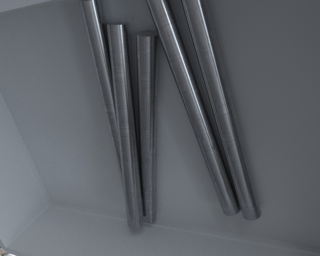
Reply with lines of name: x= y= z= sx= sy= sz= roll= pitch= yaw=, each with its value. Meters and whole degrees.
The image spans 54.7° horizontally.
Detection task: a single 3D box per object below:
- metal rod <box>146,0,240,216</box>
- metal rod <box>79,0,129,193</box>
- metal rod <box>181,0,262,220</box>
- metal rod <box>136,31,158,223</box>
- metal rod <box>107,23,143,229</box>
metal rod: x=0.046 y=-0.017 z=0.372 sx=0.025 sy=0.025 sz=0.299 roll=-9 pitch=114 yaw=32
metal rod: x=-0.062 y=-0.018 z=0.428 sx=0.025 sy=0.025 sz=0.298 roll=6 pitch=121 yaw=25
metal rod: x=0.075 y=-0.015 z=0.358 sx=0.025 sy=0.025 sz=0.298 roll=-6 pitch=116 yaw=31
metal rod: x=-0.016 y=0.020 z=0.427 sx=0.025 sy=0.025 sz=0.298 roll=14 pitch=124 yaw=20
metal rod: x=-0.044 y=0.014 z=0.421 sx=0.025 sy=0.025 sz=0.298 roll=9 pitch=117 yaw=23
